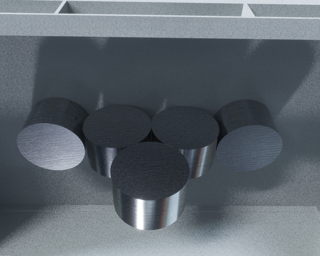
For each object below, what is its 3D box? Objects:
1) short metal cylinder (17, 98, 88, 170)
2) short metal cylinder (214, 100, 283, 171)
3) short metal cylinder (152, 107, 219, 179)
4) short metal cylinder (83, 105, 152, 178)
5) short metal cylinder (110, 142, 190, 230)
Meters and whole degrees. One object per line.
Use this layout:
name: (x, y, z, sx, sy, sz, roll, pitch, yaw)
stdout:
short metal cylinder: (-0.132, 0.009, 0.396, 0.081, 0.050, 0.079, 0, 130, 0)
short metal cylinder: (0.110, 0.011, 0.401, 0.081, 0.050, 0.079, 0, 130, 0)
short metal cylinder: (0.030, 0.017, 0.385, 0.081, 0.080, 0.050, 1, 130, -1)
short metal cylinder: (-0.051, 0.015, 0.383, 0.081, 0.080, 0.050, 1, 130, -1)
short metal cylinder: (-0.011, 0.060, 0.331, 0.081, 0.080, 0.050, 1, 130, -1)
